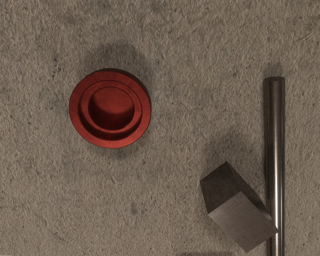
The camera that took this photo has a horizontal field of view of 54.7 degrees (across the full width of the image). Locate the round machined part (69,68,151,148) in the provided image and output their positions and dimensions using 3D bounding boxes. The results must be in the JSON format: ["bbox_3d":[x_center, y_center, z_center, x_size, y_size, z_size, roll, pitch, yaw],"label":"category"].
[{"bbox_3d":[-0.060,-0.027,0.390,0.099,0.042,0.097,0,110,-1],"label":"round machined part"}]

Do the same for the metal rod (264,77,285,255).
[{"bbox_3d":[0.164,0.077,0.440,0.025,0.025,0.298,-8,110,2],"label":"metal rod"}]

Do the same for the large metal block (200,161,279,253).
[{"bbox_3d":[0.104,0.104,0.420,0.050,0.080,0.080,-40,106,13],"label":"large metal block"}]
